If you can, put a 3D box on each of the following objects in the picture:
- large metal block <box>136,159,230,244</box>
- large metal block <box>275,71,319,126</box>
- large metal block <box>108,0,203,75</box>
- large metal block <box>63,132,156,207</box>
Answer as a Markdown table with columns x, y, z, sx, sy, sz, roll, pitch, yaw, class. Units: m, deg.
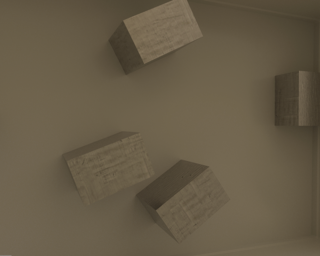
| x | y | z | sx | sy | sz | roll | pitch | yaw | class |
| --- | --- | --- | --- | --- | --- | --- | --- | --- | --- |
| 0.026 | 0.088 | 0.392 | 0.080 | 0.080 | 0.050 | -36 | 102 | -17 | large metal block |
| 0.230 | -0.043 | 0.484 | 0.081 | 0.050 | 0.079 | 0 | 90 | -20 | large metal block |
| -0.008 | -0.110 | 0.379 | 0.080 | 0.080 | 0.050 | -29 | 100 | -18 | large metal block |
| -0.062 | 0.042 | 0.359 | 0.081 | 0.080 | 0.050 | -22 | 98 | -19 | large metal block |
